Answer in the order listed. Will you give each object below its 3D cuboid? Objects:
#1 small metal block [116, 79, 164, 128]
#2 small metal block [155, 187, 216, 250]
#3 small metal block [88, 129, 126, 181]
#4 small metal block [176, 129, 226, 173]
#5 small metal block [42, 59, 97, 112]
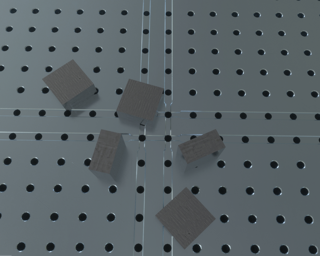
[{"bbox_3d":[-0.026,-0.034,0.424,0.050,0.025,0.050,17,71,5],"label":"small metal block"},{"bbox_3d":[0.030,0.108,0.373,0.050,0.025,0.050,-40,75,-14],"label":"small metal block"},{"bbox_3d":[-0.064,0.035,0.385,0.025,0.050,0.050,13,71,4],"label":"small metal block"},{"bbox_3d":[0.049,0.030,0.388,0.050,0.050,0.025,-23,72,-8],"label":"small metal block"},{"bbox_3d":[-0.125,-0.059,0.432,0.050,0.025,0.050,-37,75,-13],"label":"small metal block"}]
